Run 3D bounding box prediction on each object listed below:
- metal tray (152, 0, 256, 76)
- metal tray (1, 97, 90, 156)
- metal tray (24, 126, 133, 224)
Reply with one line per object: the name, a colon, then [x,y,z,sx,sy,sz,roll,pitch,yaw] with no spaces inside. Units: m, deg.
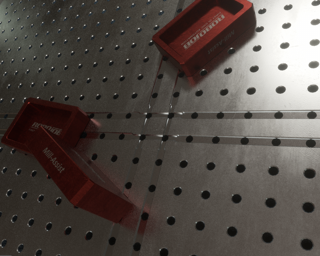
metal tray: [0.063,-0.147,0.460,0.130,0.030,0.090,-40,51,0]
metal tray: [-0.186,0.002,0.498,0.130,0.030,0.090,12,68,32]
metal tray: [-0.101,0.056,0.383,0.130,0.090,0.030,35,82,38]
